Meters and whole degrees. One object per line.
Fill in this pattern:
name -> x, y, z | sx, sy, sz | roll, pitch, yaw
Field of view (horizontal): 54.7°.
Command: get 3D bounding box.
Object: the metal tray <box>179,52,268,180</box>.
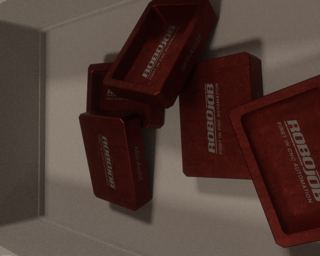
metal tray -> 0.067, -0.011, 0.347 | 0.090, 0.030, 0.129 | -5, 87, 39

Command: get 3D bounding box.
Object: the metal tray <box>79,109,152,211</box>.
metal tray -> -0.062, 0.042, 0.429 | 0.090, 0.030, 0.129 | 7, 111, 39

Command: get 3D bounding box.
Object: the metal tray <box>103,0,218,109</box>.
metal tray -> 0.000, -0.092, 0.364 | 0.090, 0.030, 0.130 | 17, 73, 38

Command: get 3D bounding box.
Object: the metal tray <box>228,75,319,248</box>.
metal tray -> 0.126, 0.029, 0.275 | 0.090, 0.030, 0.129 | -22, 81, 20

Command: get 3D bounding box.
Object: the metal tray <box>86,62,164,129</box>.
metal tray -> -0.053, -0.048, 0.444 | 0.130, 0.030, 0.089 | 5, 93, 39
